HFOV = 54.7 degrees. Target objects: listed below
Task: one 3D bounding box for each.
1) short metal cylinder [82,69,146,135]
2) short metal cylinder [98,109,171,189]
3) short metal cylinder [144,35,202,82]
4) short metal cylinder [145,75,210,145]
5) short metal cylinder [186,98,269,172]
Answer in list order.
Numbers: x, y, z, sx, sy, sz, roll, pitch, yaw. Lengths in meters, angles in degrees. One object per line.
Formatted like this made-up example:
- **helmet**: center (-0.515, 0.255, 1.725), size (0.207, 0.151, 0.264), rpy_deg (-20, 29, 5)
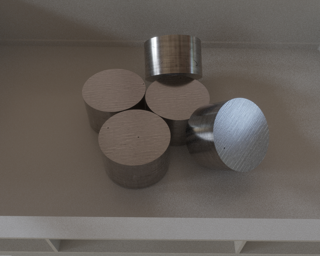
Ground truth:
- **short metal cylinder**: center (-0.059, -0.034, 0.414), size (0.081, 0.050, 0.080), rpy_deg (0, 50, 0)
- **short metal cylinder**: center (-0.028, 0.024, 0.366), size (0.081, 0.050, 0.080), rpy_deg (0, 50, 0)
- **short metal cylinder**: center (0.019, -0.095, 0.438), size (0.081, 0.080, 0.050), rpy_deg (-2, 89, -2)
- **short metal cylinder**: center (0.022, -0.024, 0.407), size (0.081, 0.050, 0.080), rpy_deg (0, 50, 0)
- **short metal cylinder**: center (0.077, 0.009, 0.354), size (0.081, 0.050, 0.080), rpy_deg (3, 85, -29)
